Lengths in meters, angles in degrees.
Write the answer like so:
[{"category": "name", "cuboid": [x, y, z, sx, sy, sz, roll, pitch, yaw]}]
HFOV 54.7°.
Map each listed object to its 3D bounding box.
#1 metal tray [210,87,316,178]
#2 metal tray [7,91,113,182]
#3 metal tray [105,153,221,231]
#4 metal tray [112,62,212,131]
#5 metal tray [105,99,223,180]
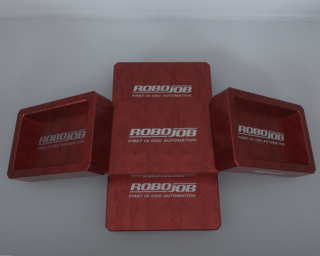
[{"category": "metal tray", "cuboid": [0.124, 0.009, 0.369, 0.131, 0.030, 0.090, 9, 68, -28]}, {"category": "metal tray", "cuboid": [-0.120, 0.014, 0.367, 0.130, 0.030, 0.090, -9, 69, 28]}, {"category": "metal tray", "cuboid": [0.004, 0.078, 0.375, 0.131, 0.030, 0.090, 0, 70, -1]}, {"category": "metal tray", "cuboid": [0.003, -0.043, 0.420, 0.131, 0.030, 0.090, 0, 70, -1]}, {"category": "metal tray", "cuboid": [0.004, 0.013, 0.368, 0.131, 0.030, 0.090, -1, 70, -1]}]
